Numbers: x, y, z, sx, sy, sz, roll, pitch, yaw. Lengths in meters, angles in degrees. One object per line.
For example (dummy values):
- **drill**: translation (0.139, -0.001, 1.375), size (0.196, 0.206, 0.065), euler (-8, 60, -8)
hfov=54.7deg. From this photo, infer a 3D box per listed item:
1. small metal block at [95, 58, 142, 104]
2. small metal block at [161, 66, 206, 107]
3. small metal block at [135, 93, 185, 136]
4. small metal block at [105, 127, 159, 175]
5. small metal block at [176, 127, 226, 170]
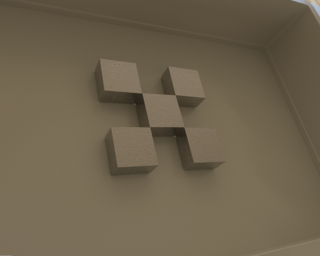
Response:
- **small metal block**: translation (-0.056, -0.061, 0.410), size (0.050, 0.025, 0.050), euler (2, 61, -28)
- **small metal block**: translation (0.034, -0.060, 0.457), size (0.050, 0.025, 0.050), euler (2, 61, -27)
- **small metal block**: translation (0.000, -0.017, 0.413), size (0.050, 0.025, 0.050), euler (0, 62, -28)
- **small metal block**: translation (-0.034, 0.027, 0.368), size (0.050, 0.025, 0.050), euler (1, 61, -28)
- **small metal block**: translation (0.054, 0.027, 0.415), size (0.050, 0.025, 0.050), euler (1, 61, -28)
